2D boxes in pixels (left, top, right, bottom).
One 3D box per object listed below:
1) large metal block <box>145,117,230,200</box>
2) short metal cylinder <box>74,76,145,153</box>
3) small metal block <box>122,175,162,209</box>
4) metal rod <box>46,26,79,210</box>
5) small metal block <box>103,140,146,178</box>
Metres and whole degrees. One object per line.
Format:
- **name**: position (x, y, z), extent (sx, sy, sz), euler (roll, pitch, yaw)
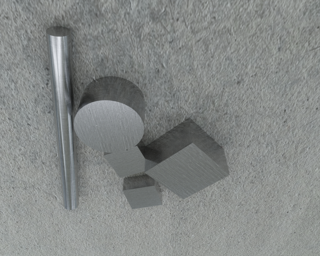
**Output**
- **large metal block**: position (0.036, 0.044, 0.429), extent (0.080, 0.050, 0.080), euler (-35, 123, 25)
- **short metal cylinder**: position (-0.059, -0.016, 0.377), extent (0.081, 0.050, 0.079), euler (0, 130, 0)
- **small metal block**: position (-0.027, 0.101, 0.493), extent (0.050, 0.025, 0.050), euler (-11, 130, 8)
- **metal rod**: position (-0.126, 0.012, 0.415), extent (0.025, 0.025, 0.298), euler (6, 130, -6)
- **small metal block**: position (-0.044, 0.040, 0.441), extent (0.050, 0.025, 0.050), euler (-17, 128, 13)
